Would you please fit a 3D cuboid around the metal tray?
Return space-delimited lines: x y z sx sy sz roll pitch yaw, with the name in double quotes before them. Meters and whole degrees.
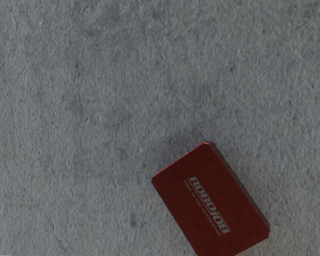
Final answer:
"metal tray" 0.061 0.093 0.384 0.090 0.030 0.130 -36 79 16
